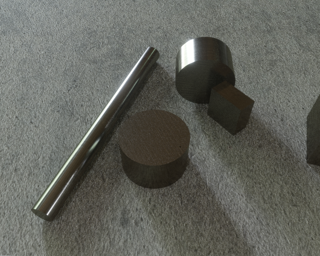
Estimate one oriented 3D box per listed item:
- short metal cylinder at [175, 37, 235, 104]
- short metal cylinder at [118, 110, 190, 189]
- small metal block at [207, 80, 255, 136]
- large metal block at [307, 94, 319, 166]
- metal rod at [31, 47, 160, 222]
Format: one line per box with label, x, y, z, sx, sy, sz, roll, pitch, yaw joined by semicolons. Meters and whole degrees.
short metal cylinder;0.062;-0.080;0.435;0.081;0.080;0.050;2;50;1
short metal cylinder;-0.006;0.024;0.367;0.081;0.050;0.080;0;50;0
small metal block;0.092;-0.026;0.410;0.025;0.050;0.050;-32;57;-24
large metal block;0.233;0.008;0.384;0.080;0.050;0.080;13;51;10
metal rod;-0.068;-0.015;0.414;0.025;0.025;0.301;17;52;13
